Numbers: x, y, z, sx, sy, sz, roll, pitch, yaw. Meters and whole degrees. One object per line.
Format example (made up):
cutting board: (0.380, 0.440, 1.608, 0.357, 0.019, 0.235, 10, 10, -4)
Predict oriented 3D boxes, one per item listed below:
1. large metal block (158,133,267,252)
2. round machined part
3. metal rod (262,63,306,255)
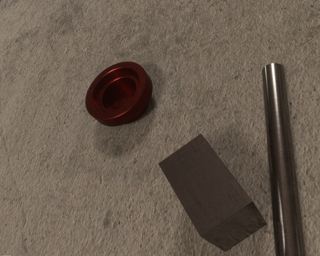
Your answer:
large metal block: (0.052, 0.065, 0.301, 0.050, 0.080, 0.080, -36, 51, 4)
round machined part: (-0.054, -0.044, 0.447, 0.098, 0.042, 0.098, -13, 56, 20)
metal rod: (0.121, 0.060, 0.302, 0.025, 0.025, 0.299, -7, 58, 24)
